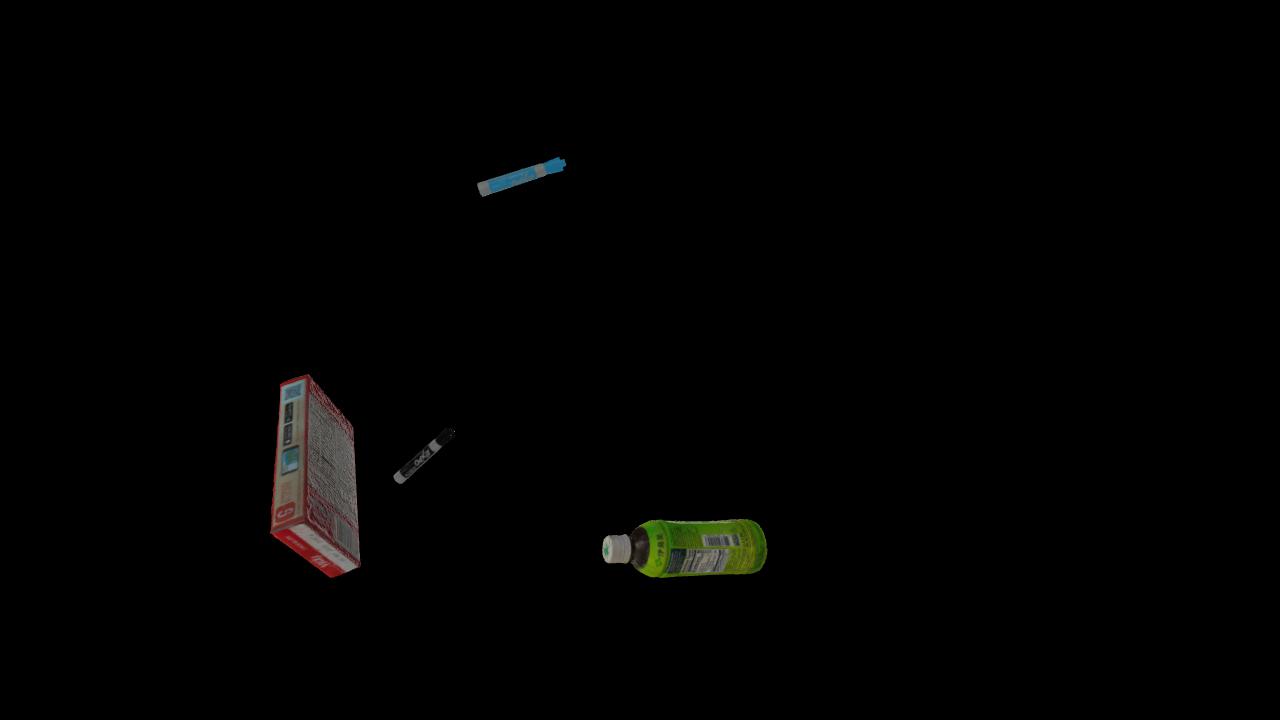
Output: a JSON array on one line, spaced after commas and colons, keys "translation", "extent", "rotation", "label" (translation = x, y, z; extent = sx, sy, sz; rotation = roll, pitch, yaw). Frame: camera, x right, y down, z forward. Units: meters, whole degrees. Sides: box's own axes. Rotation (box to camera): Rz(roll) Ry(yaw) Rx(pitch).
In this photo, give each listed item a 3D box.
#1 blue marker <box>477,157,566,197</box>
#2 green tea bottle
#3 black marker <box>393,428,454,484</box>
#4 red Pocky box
[{"translation": [-0.157, -0.246, 0.823], "extent": [0.121, 0.020, 0.020], "rotation": [-18, 0, 0], "label": "blue marker"}, {"translation": [0.056, 0.231, 0.760], "extent": [0.212, 0.073, 0.073], "rotation": [9, -4, -27], "label": "green tea bottle"}, {"translation": [-0.324, 0.143, 0.926], "extent": [0.121, 0.020, 0.020], "rotation": [-41, -9, 11], "label": "black marker"}, {"translation": [-0.264, 0.092, 0.505], "extent": [0.028, 0.155, 0.083], "rotation": [-22, -42, -7], "label": "red Pocky box"}]
